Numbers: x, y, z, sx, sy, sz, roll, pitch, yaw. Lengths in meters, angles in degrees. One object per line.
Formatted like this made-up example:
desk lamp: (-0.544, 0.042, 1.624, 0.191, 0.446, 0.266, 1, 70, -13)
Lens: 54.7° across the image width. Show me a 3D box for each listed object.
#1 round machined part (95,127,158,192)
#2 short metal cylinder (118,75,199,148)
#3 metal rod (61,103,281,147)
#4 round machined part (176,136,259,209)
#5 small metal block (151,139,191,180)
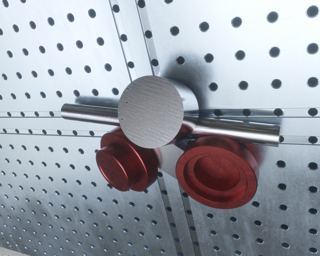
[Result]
round machined part: (-0.053, 0.050, 0.437, 0.098, 0.042, 0.097, 29, 137, 31)
short metal cylinder: (-0.001, -0.019, 0.360, 0.080, 0.050, 0.079, 1, 94, 25)
metal rod: (-0.004, -0.008, 0.403, 0.301, 0.025, 0.025, 7, 122, 24)
round machined part: (0.073, 0.050, 0.385, 0.098, 0.042, 0.097, 12, 125, 17)
small metal block: (0.016, 0.034, 0.419, 0.050, 0.025, 0.050, 32, 129, 7)
